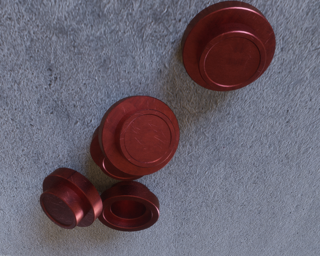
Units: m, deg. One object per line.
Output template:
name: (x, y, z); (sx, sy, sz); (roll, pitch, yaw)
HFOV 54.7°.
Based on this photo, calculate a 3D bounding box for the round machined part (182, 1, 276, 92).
round machined part: (0.073, -0.079, 0.329); (0.099, 0.042, 0.097); (0, 130, 0)

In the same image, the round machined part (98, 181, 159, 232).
round machined part: (-0.050, 0.122, 0.499); (0.099, 0.042, 0.097); (0, 130, 0)

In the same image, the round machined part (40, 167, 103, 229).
round machined part: (-0.139, 0.111, 0.462); (0.098, 0.042, 0.097); (14, 124, 23)

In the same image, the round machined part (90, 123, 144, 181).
round machined part: (-0.047, 0.036, 0.426); (0.099, 0.042, 0.097); (0, 130, 0)

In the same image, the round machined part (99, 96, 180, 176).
round machined part: (-0.020, 0.010, 0.371); (0.099, 0.042, 0.097); (-3, 97, -21)
